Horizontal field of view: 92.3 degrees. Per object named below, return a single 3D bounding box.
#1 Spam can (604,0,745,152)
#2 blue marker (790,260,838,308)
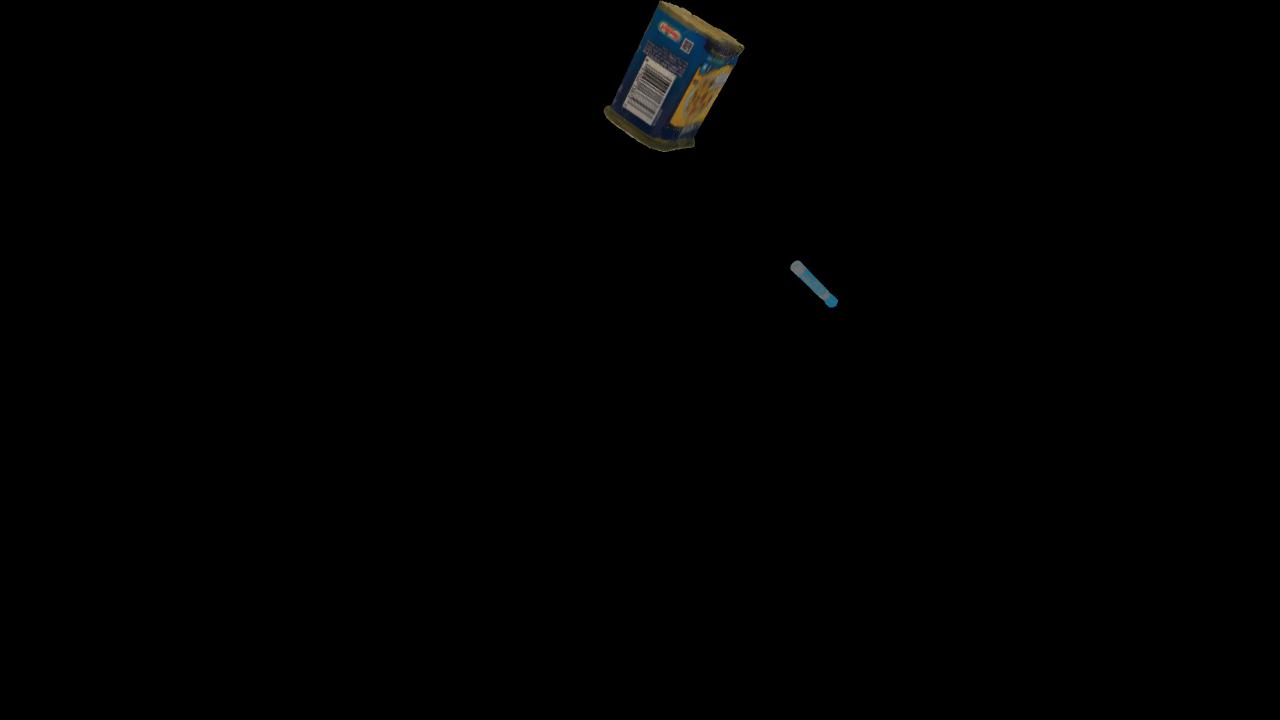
[{"bbox_3d":[0.029,-0.213,0.468,0.058,0.085,0.101,36,31,6],"label":"Spam can"},{"bbox_3d":[0.285,-0.121,0.996,0.121,0.020,0.020,34,-20,-34],"label":"blue marker"}]
